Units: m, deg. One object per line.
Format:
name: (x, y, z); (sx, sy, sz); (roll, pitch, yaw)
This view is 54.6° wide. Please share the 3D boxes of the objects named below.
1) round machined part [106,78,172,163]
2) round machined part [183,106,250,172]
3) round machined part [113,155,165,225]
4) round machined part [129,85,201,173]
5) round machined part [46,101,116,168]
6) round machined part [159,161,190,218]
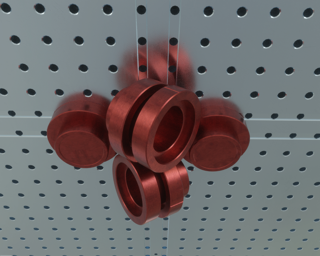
round machined part: (-0.025, -0.012, 0.368); (0.042, 0.099, 0.098); (25, 140, 33)
round machined part: (0.072, 0.021, 0.419); (0.099, 0.042, 0.097); (0, 130, 0)
round machined part: (-0.025, 0.077, 0.423); (0.042, 0.098, 0.097); (-16, 137, -30)
round machined part: (0.002, -0.002, 0.353); (0.042, 0.099, 0.098); (25, 140, 33)
round machined part: (-0.101, 0.016, 0.412); (0.099, 0.042, 0.097); (0, 130, 0)
round machined part: (0.005, 0.072, 0.437); (0.042, 0.098, 0.097); (-15, 137, -30)
